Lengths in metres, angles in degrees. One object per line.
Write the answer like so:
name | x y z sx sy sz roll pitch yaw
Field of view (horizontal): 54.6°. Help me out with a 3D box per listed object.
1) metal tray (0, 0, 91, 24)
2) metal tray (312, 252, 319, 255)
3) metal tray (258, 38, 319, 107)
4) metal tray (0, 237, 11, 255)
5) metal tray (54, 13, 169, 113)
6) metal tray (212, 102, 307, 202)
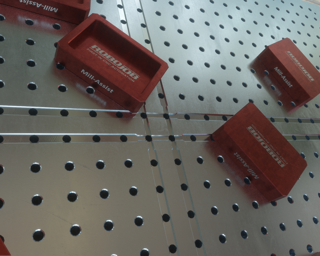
metal tray | -0.166 -0.204 0.439 0.131 0.030 0.090 9 58 -23
metal tray | 0.195 0.214 0.378 0.131 0.030 0.090 -8 66 -32
metal tray | 0.267 -0.114 0.617 0.091 0.030 0.130 -29 78 -37
metal tray | -0.175 0.109 0.243 0.091 0.030 0.130 -29 78 -37
metal tray | -0.063 -0.091 0.425 0.130 0.030 0.090 35 51 -5
metal tray | 0.151 0.033 0.465 0.130 0.030 0.091 49 51 7
